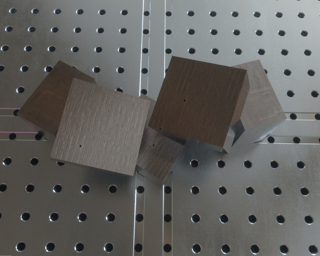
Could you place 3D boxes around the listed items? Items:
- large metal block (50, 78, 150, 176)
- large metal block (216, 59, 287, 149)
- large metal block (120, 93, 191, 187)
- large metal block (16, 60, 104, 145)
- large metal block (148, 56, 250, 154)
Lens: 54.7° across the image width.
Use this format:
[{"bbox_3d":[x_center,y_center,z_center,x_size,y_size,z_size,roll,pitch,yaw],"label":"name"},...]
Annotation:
[{"bbox_3d":[-0.064,0.003,0.327,0.081,0.050,0.080,16,77,-17],"label":"large metal block"},{"bbox_3d":[0.106,-0.027,0.393,0.050,0.080,0.080,-15,71,-6],"label":"large metal block"},{"bbox_3d":[-0.010,0.016,0.392,0.080,0.050,0.080,31,73,10],"label":"large metal block"},{"bbox_3d":[-0.118,-0.023,0.389,0.050,0.080,0.080,28,72,9],"label":"large metal block"},{"bbox_3d":[0.044,-0.024,0.334,0.080,0.050,0.080,16,83,21],"label":"large metal block"}]
